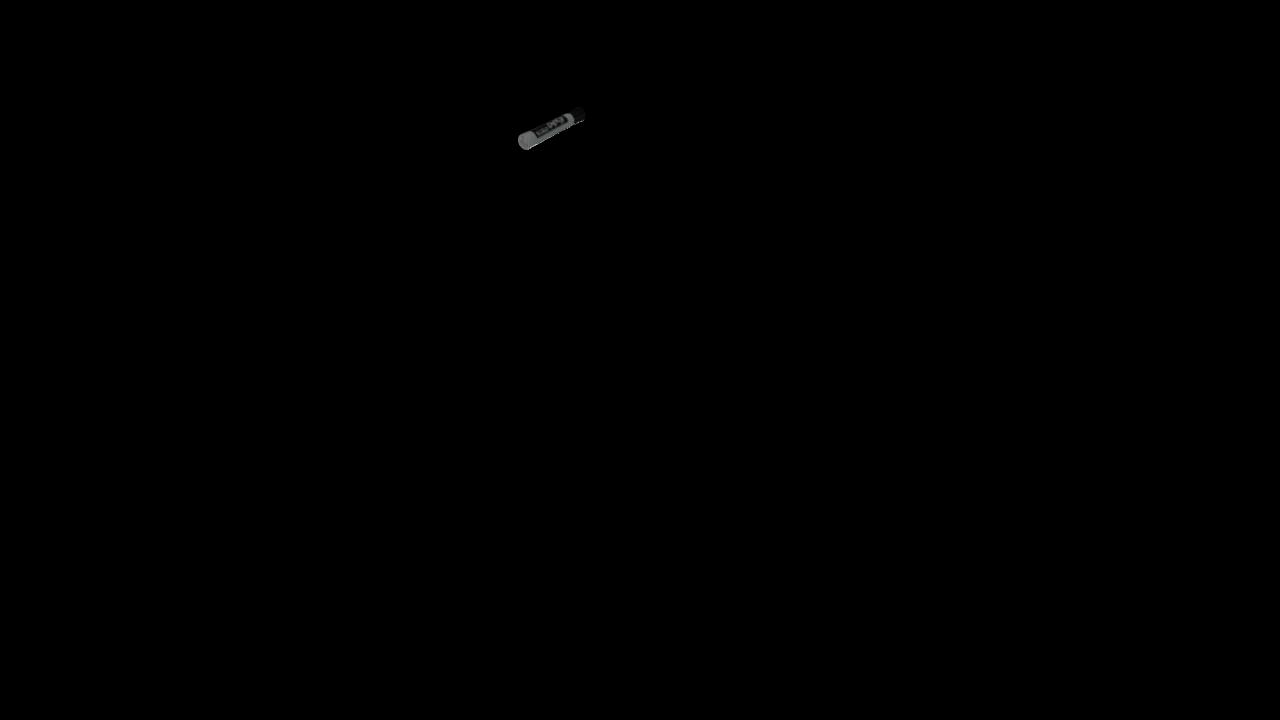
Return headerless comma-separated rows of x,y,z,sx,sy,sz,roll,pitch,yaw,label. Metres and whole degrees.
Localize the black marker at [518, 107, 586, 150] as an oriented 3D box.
-0.108,-0.294,0.777,0.020,0.020,0.121,0,33,39,black marker
